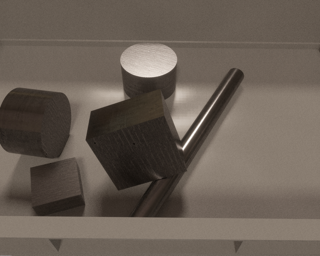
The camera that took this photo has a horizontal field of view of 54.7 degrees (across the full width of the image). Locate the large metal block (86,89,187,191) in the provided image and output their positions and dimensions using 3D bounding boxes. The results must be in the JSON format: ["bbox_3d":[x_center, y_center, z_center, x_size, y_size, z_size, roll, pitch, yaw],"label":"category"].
[{"bbox_3d":[-0.023,0.014,0.338,0.080,0.080,0.050,-17,37,8],"label":"large metal block"}]

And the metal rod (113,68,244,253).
[{"bbox_3d":[0.040,0.017,0.390,0.025,0.025,0.301,25,54,19],"label":"metal rod"}]

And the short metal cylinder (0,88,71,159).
[{"bbox_3d":[-0.147,-0.006,0.373,0.050,0.080,0.080,7,50,6],"label":"short metal cylinder"}]

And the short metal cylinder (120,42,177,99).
[{"bbox_3d":[-0.016,-0.082,0.458,0.081,0.050,0.080,0,50,0],"label":"short metal cylinder"}]

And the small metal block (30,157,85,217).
[{"bbox_3d":[-0.115,0.066,0.349,0.050,0.025,0.050,-13,51,-11],"label":"small metal block"}]
